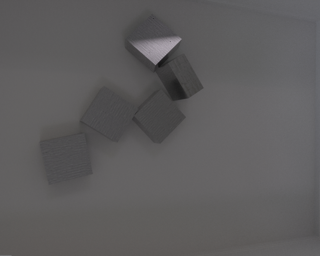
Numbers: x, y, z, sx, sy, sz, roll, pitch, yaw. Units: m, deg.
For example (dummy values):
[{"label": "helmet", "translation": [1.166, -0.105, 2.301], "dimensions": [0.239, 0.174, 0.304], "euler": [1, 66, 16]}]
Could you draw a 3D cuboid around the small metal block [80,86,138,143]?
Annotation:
[{"label": "small metal block", "translation": [-0.064, -0.016, 0.387], "dimensions": [0.050, 0.025, 0.050], "euler": [34, 79, -17]}]

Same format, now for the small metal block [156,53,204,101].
[{"label": "small metal block", "translation": [0.024, -0.065, 0.406], "dimensions": [0.025, 0.050, 0.050], "euler": [-35, 102, -17]}]

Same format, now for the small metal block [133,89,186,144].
[{"label": "small metal block", "translation": [-0.003, -0.015, 0.409], "dimensions": [0.050, 0.025, 0.050], "euler": [-46, 105, -14]}]

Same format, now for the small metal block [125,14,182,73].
[{"label": "small metal block", "translation": [-0.009, -0.109, 0.399], "dimensions": [0.050, 0.025, 0.050], "euler": [42, 76, 3]}]

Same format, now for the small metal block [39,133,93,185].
[{"label": "small metal block", "translation": [-0.112, 0.035, 0.369], "dimensions": [0.050, 0.025, 0.050], "euler": [-12, 94, -20]}]
